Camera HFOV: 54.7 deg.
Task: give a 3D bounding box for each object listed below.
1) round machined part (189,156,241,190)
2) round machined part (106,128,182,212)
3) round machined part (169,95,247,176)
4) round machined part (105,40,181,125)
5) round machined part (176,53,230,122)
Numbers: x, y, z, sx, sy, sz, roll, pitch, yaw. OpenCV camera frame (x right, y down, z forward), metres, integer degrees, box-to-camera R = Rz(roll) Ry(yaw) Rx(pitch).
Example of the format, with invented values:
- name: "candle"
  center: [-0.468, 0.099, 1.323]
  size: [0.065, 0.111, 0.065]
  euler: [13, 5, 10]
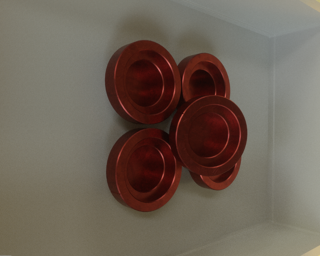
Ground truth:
- name: "round machined part"
  center: [0.074, 0.040, 0.458]
  size: [0.099, 0.042, 0.097]
  euler: [0, 90, -40]
- name: "round machined part"
  center: [-0.023, 0.048, 0.376]
  size: [0.099, 0.042, 0.097]
  euler: [0, 90, -40]
- name: "round machined part"
  center: [0.056, 0.008, 0.387]
  size: [0.099, 0.042, 0.097]
  euler: [-2, 96, -22]
- name: "round machined part"
  center: [-0.024, -0.053, 0.375]
  size: [0.099, 0.042, 0.097]
  euler: [0, 90, -40]
- name: "round machined part"
  center: [0.053, -0.054, 0.440]
  size: [0.099, 0.042, 0.097]
  euler: [0, 90, -40]
